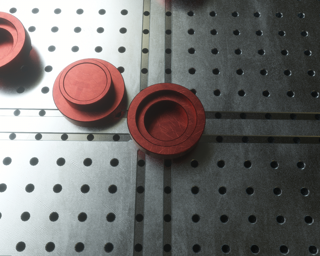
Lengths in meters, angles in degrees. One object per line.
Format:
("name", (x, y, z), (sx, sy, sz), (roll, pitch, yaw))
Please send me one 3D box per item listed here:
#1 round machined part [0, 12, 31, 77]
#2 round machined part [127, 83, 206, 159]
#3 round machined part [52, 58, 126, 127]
("round machined part", (-0.233, -0.113, 0.441), (0.099, 0.042, 0.098), (0, 70, -1))
("round machined part", (0.008, -0.006, 0.405), (0.099, 0.042, 0.098), (0, 70, -1))
("round machined part", (-0.097, -0.054, 0.421), (0.099, 0.042, 0.098), (0, 70, -1))
